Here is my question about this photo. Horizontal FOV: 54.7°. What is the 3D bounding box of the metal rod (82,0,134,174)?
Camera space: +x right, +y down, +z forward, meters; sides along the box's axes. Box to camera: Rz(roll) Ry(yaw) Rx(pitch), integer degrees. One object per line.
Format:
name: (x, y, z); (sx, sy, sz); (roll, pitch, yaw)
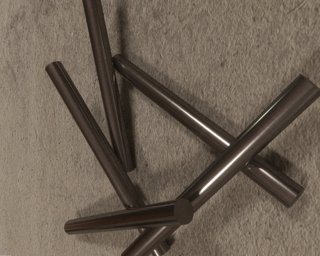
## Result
metal rod: (-0.077, -0.084, 0.434); (0.025, 0.025, 0.298); (-7, 95, 39)

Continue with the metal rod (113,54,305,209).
metal rod: (0.033, -0.015, 0.375); (0.300, 0.025, 0.025); (40, 114, 32)

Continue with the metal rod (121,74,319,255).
metal rod: (0.045, 0.065, 0.331); (0.298, 0.025, 0.025); (-51, 61, 26)

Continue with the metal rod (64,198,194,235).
metal rod: (-0.064, 0.125, 0.414); (0.299, 0.025, 0.025); (-27, 73, 49)

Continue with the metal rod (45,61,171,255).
metal rod: (-0.075, 0.037, 0.424); (0.025, 0.025, 0.299); (-38, 80, 33)
